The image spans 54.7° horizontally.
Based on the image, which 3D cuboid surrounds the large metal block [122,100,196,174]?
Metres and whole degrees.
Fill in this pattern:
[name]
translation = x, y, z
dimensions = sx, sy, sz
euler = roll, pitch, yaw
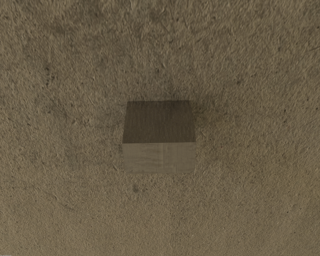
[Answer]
[large metal block]
translation = -0.001, 0.009, 0.381
dimensions = 0.081, 0.080, 0.050
euler = -1, 130, 0
